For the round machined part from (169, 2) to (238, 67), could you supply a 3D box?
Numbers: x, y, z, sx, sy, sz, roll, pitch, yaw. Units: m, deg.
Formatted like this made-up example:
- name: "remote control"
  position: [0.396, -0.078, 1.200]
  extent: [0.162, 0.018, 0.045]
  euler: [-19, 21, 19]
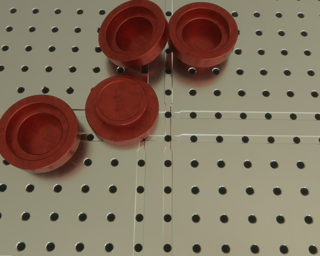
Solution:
- name: "round machined part"
  position: [0.060, -0.130, 0.451]
  extent: [0.099, 0.042, 0.098]
  euler: [0, 70, -1]

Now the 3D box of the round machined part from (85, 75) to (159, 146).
- name: "round machined part"
  position: [-0.051, -0.028, 0.412]
  extent: [0.099, 0.042, 0.098]
  euler: [0, 70, -1]

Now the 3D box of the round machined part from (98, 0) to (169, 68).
- name: "round machined part"
  position: [-0.034, -0.128, 0.439]
  extent: [0.098, 0.042, 0.098]
  euler: [-6, 70, 17]

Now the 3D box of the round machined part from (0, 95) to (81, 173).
- name: "round machined part"
  position: [-0.150, 0.010, 0.397]
  extent: [0.099, 0.042, 0.098]
  euler: [0, 70, -1]
